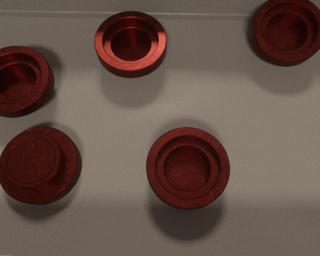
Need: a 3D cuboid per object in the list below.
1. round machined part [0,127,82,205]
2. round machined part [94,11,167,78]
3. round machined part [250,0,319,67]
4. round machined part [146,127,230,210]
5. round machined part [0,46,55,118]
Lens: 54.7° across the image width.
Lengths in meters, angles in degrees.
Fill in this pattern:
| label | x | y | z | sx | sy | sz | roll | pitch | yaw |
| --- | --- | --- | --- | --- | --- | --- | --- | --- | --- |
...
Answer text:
| label | x | y | z | sx | sy | sz | roll | pitch | yaw |
| --- | --- | --- | --- | --- | --- | --- | --- | --- | --- |
| round machined part | -0.151 | 0.044 | 0.383 | 0.099 | 0.042 | 0.098 | 0 | 70 | -1 |
| round machined part | -0.040 | -0.114 | 0.442 | 0.099 | 0.042 | 0.098 | 0 | 70 | -1 |
| round machined part | 0.179 | -0.135 | 0.445 | 0.099 | 0.042 | 0.097 | 0 | 83 | 3 |
| round machined part | 0.033 | 0.051 | 0.382 | 0.099 | 0.042 | 0.098 | 0 | 70 | -1 |
| round machined part | -0.192 | -0.059 | 0.420 | 0.099 | 0.042 | 0.098 | 0 | 70 | -1 |
